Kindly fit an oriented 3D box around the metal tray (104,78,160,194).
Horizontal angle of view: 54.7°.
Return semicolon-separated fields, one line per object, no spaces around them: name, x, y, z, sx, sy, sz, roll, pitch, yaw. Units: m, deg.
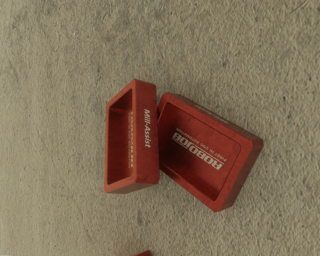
metal tray;-0.039;0.014;0.399;0.090;0.030;0.130;-30;56;51

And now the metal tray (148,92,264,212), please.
metal tray;0.043;0.024;0.366;0.130;0.030;0.089;34;111;35

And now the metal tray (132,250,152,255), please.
metal tray;-0.079;0.202;0.402;0.090;0.131;0.030;-34;69;35
